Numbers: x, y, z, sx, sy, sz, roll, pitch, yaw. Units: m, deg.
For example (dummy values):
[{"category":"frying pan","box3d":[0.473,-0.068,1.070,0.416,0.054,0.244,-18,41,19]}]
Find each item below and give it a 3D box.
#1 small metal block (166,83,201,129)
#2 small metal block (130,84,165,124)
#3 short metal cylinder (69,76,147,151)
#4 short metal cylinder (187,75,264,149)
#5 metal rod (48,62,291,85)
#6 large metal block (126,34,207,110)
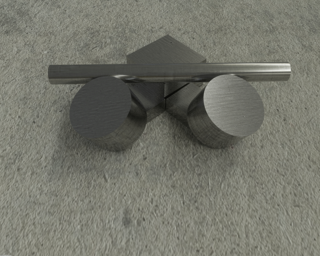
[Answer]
[{"category":"small metal block","box3d":[0.044,-0.031,0.430,0.050,0.025,0.050,-36,59,-26]},{"category":"small metal block","box3d":[-0.028,-0.032,0.431,0.050,0.025,0.050,-35,59,-27]},{"category":"short metal cylinder","box3d":[-0.063,-0.017,0.383,0.080,0.050,0.080,-7,66,17]},{"category":"short metal cylinder","box3d":[0.081,-0.019,0.387,0.081,0.050,0.080,7,68,-16]},{"category":"metal rod","box3d":[0.013,-0.070,0.397,0.302,0.025,0.025,-1,50,-1]},{"category":"large metal block","box3d":[0.009,-0.084,0.457,0.080,0.050,0.080,-35,58,-26]}]
